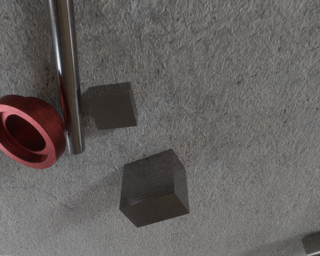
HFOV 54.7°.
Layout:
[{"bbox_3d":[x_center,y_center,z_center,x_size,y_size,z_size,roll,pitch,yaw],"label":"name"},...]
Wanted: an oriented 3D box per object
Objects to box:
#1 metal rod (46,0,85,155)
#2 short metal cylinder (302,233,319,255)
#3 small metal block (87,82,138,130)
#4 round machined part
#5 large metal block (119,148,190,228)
[{"bbox_3d":[-0.102,-0.085,0.333,0.025,0.025,0.298,4,130,-4],"label":"metal rod"},{"bbox_3d":[0.310,0.240,0.581,0.050,0.080,0.080,-27,125,21],"label":"short metal cylinder"},{"bbox_3d":[-0.057,-0.027,0.384,0.050,0.025,0.050,-6,130,4],"label":"small metal block"},{"bbox_3d":[-0.158,0.001,0.381,0.098,0.042,0.097,12,130,15],"label":"round machined part"},{"bbox_3d":[-0.007,0.086,0.444,0.080,0.080,0.050,-20,127,16],"label":"large metal block"}]
